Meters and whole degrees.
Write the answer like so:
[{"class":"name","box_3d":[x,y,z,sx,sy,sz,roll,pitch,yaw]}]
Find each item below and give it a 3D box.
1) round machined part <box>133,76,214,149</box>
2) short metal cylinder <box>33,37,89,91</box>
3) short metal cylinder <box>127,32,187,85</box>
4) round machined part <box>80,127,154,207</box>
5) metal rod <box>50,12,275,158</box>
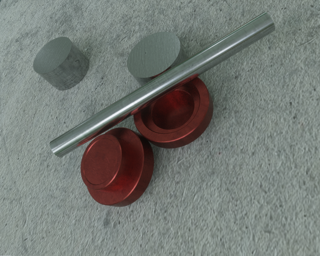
[{"class":"round machined part","box_3d":[0.020,-0.019,0.391,0.098,0.042,0.098,-11,60,20]},{"class":"short metal cylinder","box_3d":[-0.173,-0.113,0.546,0.080,0.050,0.080,-13,56,20]},{"class":"short metal cylinder","box_3d":[0.001,-0.089,0.441,0.080,0.050,0.080,-13,56,21]},{"class":"round machined part","box_3d":[-0.059,0.045,0.381,0.098,0.042,0.098,-15,64,33]},{"class":"metal rod","box_3d":[-0.004,-0.047,0.375,0.301,0.025,0.025,-30,52,8]}]
